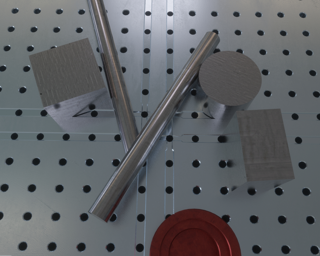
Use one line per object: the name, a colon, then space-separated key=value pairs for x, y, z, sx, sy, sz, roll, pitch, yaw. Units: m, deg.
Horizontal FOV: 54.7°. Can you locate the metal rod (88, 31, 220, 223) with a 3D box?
metal rod: x=0.005 y=-0.018 z=0.400 sx=0.025 sy=0.025 sz=0.300 roll=28 pitch=65 yaw=9

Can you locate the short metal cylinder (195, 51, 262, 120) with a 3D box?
short metal cylinder: x=0.090 y=-0.057 z=0.420 sx=0.081 sy=0.050 sz=0.080 roll=0 pitch=70 yaw=0

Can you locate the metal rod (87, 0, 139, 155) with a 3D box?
metal rod: x=-0.072 y=-0.099 z=0.447 sx=0.025 sy=0.025 sz=0.299 roll=-15 pitch=71 yaw=-5

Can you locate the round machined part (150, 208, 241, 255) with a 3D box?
round machined part: x=0.038 y=0.143 z=0.351 sx=0.099 sy=0.042 sz=0.098 roll=0 pitch=70 yaw=0

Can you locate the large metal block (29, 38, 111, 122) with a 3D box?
large metal block: x=-0.120 y=-0.065 z=0.421 sx=0.080 sy=0.050 sz=0.080 roll=-20 pitch=71 yaw=-7

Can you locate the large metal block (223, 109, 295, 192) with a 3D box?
large metal block: x=0.113 y=0.030 z=0.372 sx=0.050 sy=0.080 sz=0.080 roll=-3 pitch=70 yaw=-1
